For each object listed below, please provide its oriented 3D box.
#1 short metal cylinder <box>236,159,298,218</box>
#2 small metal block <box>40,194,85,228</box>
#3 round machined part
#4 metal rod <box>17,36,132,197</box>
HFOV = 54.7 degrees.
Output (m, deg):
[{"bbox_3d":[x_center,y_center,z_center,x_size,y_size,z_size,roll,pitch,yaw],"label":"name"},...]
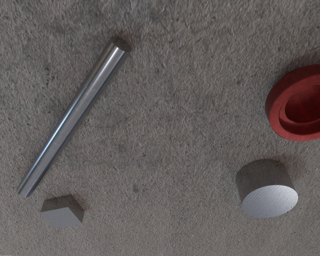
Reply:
[{"bbox_3d":[0.161,0.093,0.473,0.081,0.050,0.079,0,130,0],"label":"short metal cylinder"},{"bbox_3d":[-0.164,0.142,0.526,0.050,0.025,0.050,-13,129,10],"label":"small metal block"},{"bbox_3d":[0.175,-0.034,0.370,0.099,0.042,0.097,-1,130,0],"label":"round machined part"},{"bbox_3d":[-0.127,0.004,0.408,0.025,0.025,0.298,28,125,-22],"label":"metal rod"}]
